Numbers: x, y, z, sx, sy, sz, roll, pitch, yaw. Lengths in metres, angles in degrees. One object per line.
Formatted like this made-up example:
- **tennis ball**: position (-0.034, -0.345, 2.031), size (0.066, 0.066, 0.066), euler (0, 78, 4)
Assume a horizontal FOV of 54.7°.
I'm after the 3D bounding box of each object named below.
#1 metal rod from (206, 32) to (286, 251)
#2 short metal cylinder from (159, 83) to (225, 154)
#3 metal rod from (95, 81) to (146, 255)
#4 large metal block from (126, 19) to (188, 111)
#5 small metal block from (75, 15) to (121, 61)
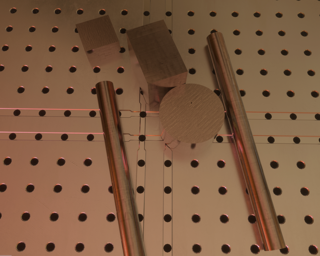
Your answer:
- **metal rod**: position (0.108, 0.003, 0.411), size (0.025, 0.025, 0.299), euler (-10, 70, -4)
- **short metal cylinder**: position (0.039, -0.011, 0.403), size (0.081, 0.050, 0.080), euler (0, 70, 0)
- **metal rod**: position (-0.045, 0.078, 0.382), size (0.025, 0.025, 0.299), euler (-12, 70, -5)
- **large metal block**: position (-0.005, -0.080, 0.412), size (0.050, 0.080, 0.080), euler (-20, 72, -7)
- **small metal block**: position (-0.091, -0.134, 0.459), size (0.050, 0.025, 0.050), euler (-20, 71, -8)
